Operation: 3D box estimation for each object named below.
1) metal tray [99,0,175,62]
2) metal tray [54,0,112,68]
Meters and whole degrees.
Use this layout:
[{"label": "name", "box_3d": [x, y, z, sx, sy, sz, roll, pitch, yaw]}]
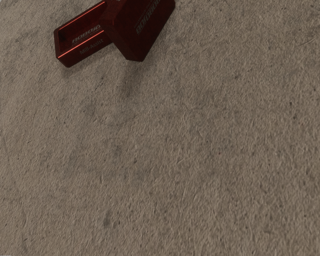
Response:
[{"label": "metal tray", "box_3d": [-0.031, -0.182, 0.488, 0.030, 0.090, 0.130, 17, 70, 34]}, {"label": "metal tray", "box_3d": [-0.134, -0.179, 0.577, 0.130, 0.030, 0.090, -27, 53, 10]}]
